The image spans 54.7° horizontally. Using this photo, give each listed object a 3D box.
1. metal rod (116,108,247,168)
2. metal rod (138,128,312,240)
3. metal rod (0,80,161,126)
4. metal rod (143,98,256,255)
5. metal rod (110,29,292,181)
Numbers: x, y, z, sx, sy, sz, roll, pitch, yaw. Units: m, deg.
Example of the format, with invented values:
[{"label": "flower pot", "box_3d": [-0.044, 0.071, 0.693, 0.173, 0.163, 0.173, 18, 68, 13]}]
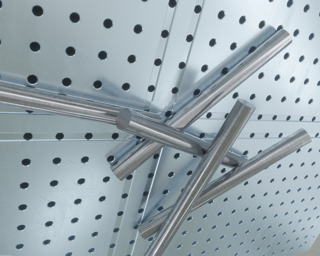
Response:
[{"label": "metal rod", "box_3d": [0.060, 0.030, 0.439, 0.302, 0.025, 0.025, 22, 107, -45]}, {"label": "metal rod", "box_3d": [0.097, 0.090, 0.488, 0.301, 0.025, 0.025, -32, 130, 6]}, {"label": "metal rod", "box_3d": [-0.130, -0.030, 0.322, 0.302, 0.025, 0.025, 10, 113, -33]}, {"label": "metal rod", "box_3d": [0.046, 0.091, 0.443, 0.025, 0.025, 0.298, 10, 119, -33]}, {"label": "metal rod", "box_3d": [0.057, -0.033, 0.424, 0.301, 0.025, 0.025, -39, 130, -2]}]
